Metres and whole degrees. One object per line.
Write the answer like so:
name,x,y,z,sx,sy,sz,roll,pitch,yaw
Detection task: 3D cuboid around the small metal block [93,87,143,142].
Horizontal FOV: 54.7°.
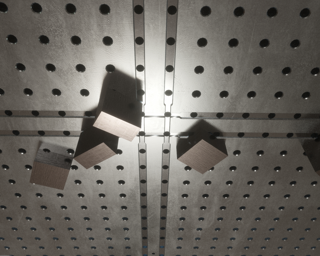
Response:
small metal block,-0.050,-0.017,0.380,0.050,0.050,0.025,24,126,-20

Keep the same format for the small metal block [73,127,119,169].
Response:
small metal block,-0.083,0.020,0.411,0.050,0.050,0.025,-27,125,21

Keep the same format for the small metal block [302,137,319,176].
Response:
small metal block,0.236,0.036,0.430,0.050,0.050,0.025,-37,121,27

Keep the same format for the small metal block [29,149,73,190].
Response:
small metal block,-0.162,0.063,0.463,0.050,0.025,0.050,17,128,-15

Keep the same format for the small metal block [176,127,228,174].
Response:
small metal block,0.059,0.033,0.441,0.050,0.025,0.050,32,123,-25
